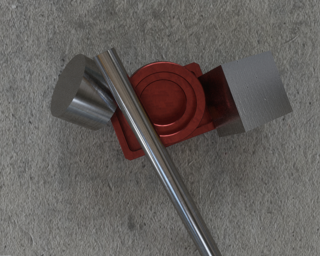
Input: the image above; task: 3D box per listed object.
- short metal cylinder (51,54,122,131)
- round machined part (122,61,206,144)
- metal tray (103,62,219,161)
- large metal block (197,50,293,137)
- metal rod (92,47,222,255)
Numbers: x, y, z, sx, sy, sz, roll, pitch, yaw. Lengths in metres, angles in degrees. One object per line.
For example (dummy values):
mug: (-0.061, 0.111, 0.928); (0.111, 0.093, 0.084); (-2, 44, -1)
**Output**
short metal cylinder: (-0.090, -0.042, 0.376); (0.050, 0.080, 0.080); (24, 90, -36)
round machined part: (0.003, -0.032, 0.379); (0.099, 0.042, 0.097); (-1, 105, -5)
metal tray: (0.003, -0.021, 0.409); (0.131, 0.030, 0.090); (-21, 90, -1)
large metal block: (0.105, -0.042, 0.383); (0.081, 0.050, 0.080); (-20, 90, -26)
metal rod: (0.006, 0.048, 0.367); (0.025, 0.025, 0.299); (-27, 107, 0)
